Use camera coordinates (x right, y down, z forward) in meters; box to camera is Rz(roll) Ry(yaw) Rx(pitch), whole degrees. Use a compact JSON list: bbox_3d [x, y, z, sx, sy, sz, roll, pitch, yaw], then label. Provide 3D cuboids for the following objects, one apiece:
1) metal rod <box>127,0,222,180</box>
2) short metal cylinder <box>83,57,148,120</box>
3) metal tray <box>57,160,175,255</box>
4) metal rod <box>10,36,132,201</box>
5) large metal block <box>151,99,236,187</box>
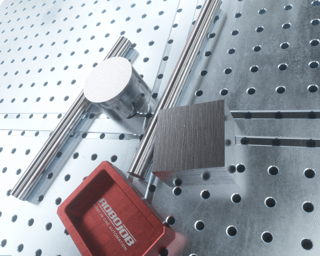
[{"bbox_3d":[0.028,-0.070,0.435,0.025,0.025,0.300,11,67,32],"label":"metal rod"},{"bbox_3d":[-0.065,-0.058,0.460,0.080,0.050,0.080,-13,56,20],"label":"short metal cylinder"},{"bbox_3d":[-0.056,0.110,0.365,0.090,0.030,0.130,-46,52,-5],"label":"metal tray"},{"bbox_3d":[-0.133,-0.024,0.490,0.025,0.025,0.300,21,72,35],"label":"metal rod"},{"bbox_3d":[0.041,0.020,0.358,0.080,0.050,0.080,-8,58,24],"label":"large metal block"}]
